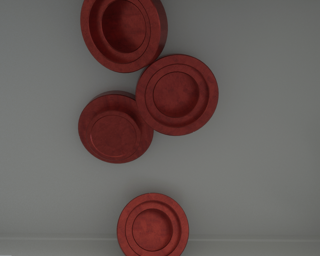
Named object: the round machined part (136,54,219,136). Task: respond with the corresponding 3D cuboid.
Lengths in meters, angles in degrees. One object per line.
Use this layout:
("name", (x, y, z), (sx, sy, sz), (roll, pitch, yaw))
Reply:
("round machined part", (0.019, -0.042, 0.383), (0.099, 0.042, 0.097), (-2, 106, -5))

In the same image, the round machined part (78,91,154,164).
("round machined part", (-0.058, 0.003, 0.403), (0.099, 0.042, 0.097), (0, 110, 0))

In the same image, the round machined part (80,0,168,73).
("round machined part", (-0.036, -0.114, 0.347), (0.098, 0.042, 0.097), (10, 117, 21))

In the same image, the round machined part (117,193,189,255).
("round machined part", (-0.012, 0.144, 0.437), (0.099, 0.042, 0.098), (4, 67, -8))
